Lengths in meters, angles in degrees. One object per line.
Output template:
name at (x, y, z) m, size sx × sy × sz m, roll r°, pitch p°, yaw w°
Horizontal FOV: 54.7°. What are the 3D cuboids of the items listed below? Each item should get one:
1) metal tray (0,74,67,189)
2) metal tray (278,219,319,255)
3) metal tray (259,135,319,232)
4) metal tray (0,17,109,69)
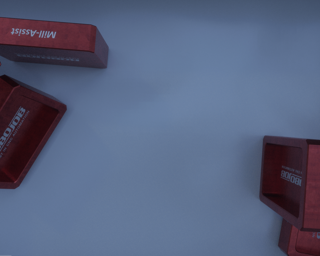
metal tray at (-0.182, 0.010, 0.375) m, size 0.030 × 0.090 × 0.130 m, roll 32°, pitch 90°, yaw 24°
metal tray at (0.215, 0.109, 0.407) m, size 0.091 × 0.030 × 0.129 m, roll 11°, pitch 87°, yaw 0°
metal tray at (0.154, 0.056, 0.360) m, size 0.030 × 0.130 × 0.089 m, roll 4°, pitch 90°, yaw 0°
metal tray at (-0.135, -0.101, 0.377) m, size 0.131 × 0.090 × 0.030 m, roll 5°, pitch 89°, yaw 0°
